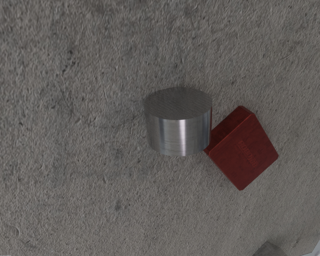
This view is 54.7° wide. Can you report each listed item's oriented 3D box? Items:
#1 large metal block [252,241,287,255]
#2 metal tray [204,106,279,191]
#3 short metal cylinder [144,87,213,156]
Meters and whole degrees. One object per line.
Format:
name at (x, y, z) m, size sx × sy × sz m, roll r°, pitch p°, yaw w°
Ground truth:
large metal block at (0.259, 0.323, 0.732) m, size 0.080 × 0.050 × 0.080 m, roll -49°, pitch 129°, yaw 7°
metal tray at (0.130, 0.036, 0.497) m, size 0.090 × 0.030 × 0.130 m, roll -43°, pitch 130°, yaw 1°
short metal cylinder at (0.023, -0.010, 0.378) m, size 0.081 × 0.080 × 0.050 m, roll -17°, pitch 125°, yaw -19°
